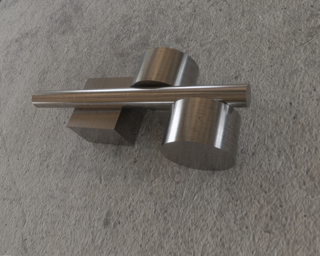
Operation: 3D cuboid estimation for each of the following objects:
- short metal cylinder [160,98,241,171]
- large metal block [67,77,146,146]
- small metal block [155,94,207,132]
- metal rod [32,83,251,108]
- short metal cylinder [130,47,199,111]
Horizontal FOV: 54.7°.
[{"bbox_3d":[0.045,0.009,0.339,0.080,0.080,0.050,0,62,28],"label":"short metal cylinder"},{"bbox_3d":[-0.070,-0.024,0.435,0.080,0.050,0.080,3,63,29],"label":"large metal block"},{"bbox_3d":[0.030,-0.018,0.382,0.050,0.050,0.025,1,63,28],"label":"small metal block"},{"bbox_3d":[-0.043,-0.037,0.384,0.301,0.025,0.025,2,63,27],"label":"metal rod"},{"bbox_3d":[0.006,-0.059,0.403,0.080,0.080,0.050,2,63,29],"label":"short metal cylinder"}]
